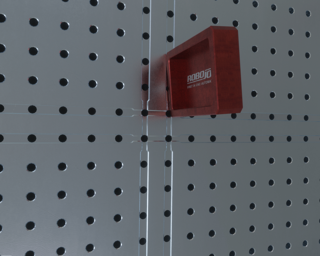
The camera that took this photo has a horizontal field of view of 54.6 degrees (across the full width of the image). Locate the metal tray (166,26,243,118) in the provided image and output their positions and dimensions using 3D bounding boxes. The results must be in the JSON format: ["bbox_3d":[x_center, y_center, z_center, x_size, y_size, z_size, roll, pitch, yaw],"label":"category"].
[{"bbox_3d":[0.047,-0.060,0.374,0.030,0.130,0.090,-5,92,-20],"label":"metal tray"}]
